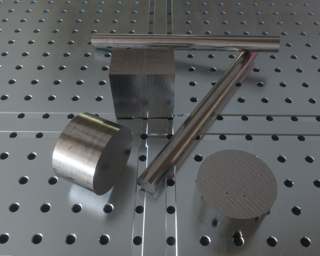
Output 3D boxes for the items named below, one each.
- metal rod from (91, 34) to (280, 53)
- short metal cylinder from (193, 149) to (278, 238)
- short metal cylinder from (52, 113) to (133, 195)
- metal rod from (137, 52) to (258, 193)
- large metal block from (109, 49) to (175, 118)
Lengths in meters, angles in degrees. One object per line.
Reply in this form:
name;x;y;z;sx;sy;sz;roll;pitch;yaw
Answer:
metal rod;0.035;-0.139;0.504;0.301;0.025;0.025;4;50;11
short metal cylinder;0.078;0.070;0.333;0.081;0.050;0.080;0;50;0
short metal cylinder;-0.073;0.028;0.347;0.050;0.080;0.080;21;53;16
metal rod;0.068;-0.030;0.433;0.025;0.025;0.301;27;55;21
large metal block;-0.022;-0.059;0.421;0.081;0.080;0.050;0;50;0
